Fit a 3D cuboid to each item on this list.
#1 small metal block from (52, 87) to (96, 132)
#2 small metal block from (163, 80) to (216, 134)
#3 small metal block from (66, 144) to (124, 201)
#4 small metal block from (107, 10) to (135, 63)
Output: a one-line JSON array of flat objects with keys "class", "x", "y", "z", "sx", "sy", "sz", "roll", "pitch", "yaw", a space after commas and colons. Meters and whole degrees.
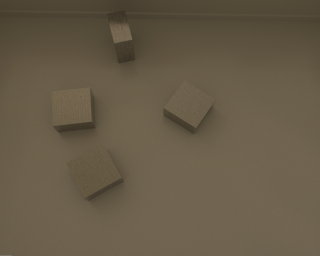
[{"class": "small metal block", "x": -0.116, "y": -0.024, "z": 0.417, "sx": 0.050, "sy": 0.025, "sz": 0.050, "roll": -7, "pitch": 70, "yaw": -3}, {"class": "small metal block", "x": 0.040, "y": -0.028, "z": 0.420, "sx": 0.050, "sy": 0.025, "sz": 0.050, "roll": 33, "pitch": 73, "yaw": 11}, {"class": "small metal block", "x": -0.081, "y": 0.056, "z": 0.388, "sx": 0.050, "sy": 0.025, "sz": 0.050, "roll": -28, "pitch": 73, "yaw": -10}, {"class": "small metal block", "x": -0.055, "y": -0.129, "z": 0.443, "sx": 0.025, "sy": 0.050, "sz": 0.050, "roll": -13, "pitch": 71, "yaw": -5}]
